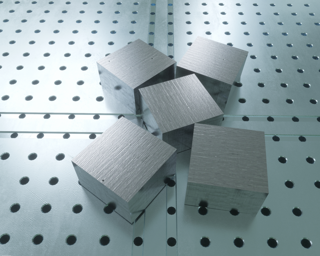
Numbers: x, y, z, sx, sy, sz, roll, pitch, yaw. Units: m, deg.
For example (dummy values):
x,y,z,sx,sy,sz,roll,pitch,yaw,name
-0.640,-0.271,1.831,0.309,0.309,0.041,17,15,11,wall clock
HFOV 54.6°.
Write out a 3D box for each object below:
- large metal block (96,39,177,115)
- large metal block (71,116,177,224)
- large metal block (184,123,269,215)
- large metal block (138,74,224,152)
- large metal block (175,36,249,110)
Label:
x,y,z,sx,sy,sz,roll,pitch,yaw,name
-0.033,-0.078,0.457,0.080,0.050,0.080,-37,59,-26,large metal block
-0.038,0.045,0.352,0.080,0.050,0.080,30,56,23,large metal block
0.074,0.045,0.354,0.080,0.050,0.080,7,50,5,large metal block
0.025,-0.018,0.406,0.081,0.050,0.080,-18,52,-14,large metal block
0.076,-0.084,0.461,0.080,0.050,0.080,22,54,14,large metal block
